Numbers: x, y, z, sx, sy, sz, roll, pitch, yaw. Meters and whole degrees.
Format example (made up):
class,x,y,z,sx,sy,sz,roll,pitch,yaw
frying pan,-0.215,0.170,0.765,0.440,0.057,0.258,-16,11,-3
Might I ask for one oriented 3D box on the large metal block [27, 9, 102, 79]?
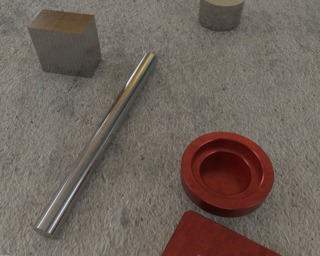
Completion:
class,x,y,z,sx,sy,sz,roll,pitch,yaw
large metal block,-0.141,-0.127,0.473,0.080,0.080,0.050,9,51,7

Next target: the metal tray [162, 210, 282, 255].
class,x,y,z,sx,sy,sz,roll,pitch,yaw
metal tray,0.063,0.144,0.280,0.130,0.030,0.090,23,54,18

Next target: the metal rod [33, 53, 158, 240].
class,x,y,z,sx,sy,sz,roll,pitch,yaw
metal rod,-0.066,-0.002,0.403,0.025,0.025,0.301,16,52,12

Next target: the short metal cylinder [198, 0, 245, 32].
class,x,y,z,sx,sy,sz,roll,pitch,yaw
short metal cylinder,0.114,-0.224,0.577,0.081,0.050,0.080,0,50,0

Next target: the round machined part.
class,x,y,z,sx,sy,sz,roll,pitch,yaw
round machined part,0.072,0.055,0.347,0.099,0.042,0.098,0,50,0
